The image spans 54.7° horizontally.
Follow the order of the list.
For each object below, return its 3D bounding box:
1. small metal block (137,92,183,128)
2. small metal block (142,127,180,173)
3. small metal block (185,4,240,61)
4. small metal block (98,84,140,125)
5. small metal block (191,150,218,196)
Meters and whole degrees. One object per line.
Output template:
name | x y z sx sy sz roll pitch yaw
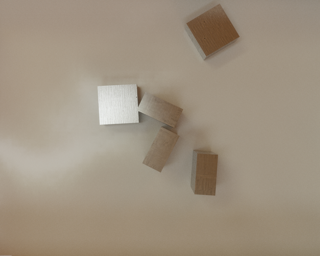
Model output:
small metal block | 0.000 -0.022 0.399 0.050 0.050 0.025 25 90 0
small metal block | 0.001 0.026 0.399 0.025 0.050 0.050 27 90 0
small metal block | 0.068 -0.126 0.412 0.050 0.025 0.050 -31 90 0
small metal block | -0.054 -0.030 0.411 0.050 0.025 0.050 -3 90 0
small metal block | 0.056 0.056 0.399 0.025 0.050 0.050 4 90 0
